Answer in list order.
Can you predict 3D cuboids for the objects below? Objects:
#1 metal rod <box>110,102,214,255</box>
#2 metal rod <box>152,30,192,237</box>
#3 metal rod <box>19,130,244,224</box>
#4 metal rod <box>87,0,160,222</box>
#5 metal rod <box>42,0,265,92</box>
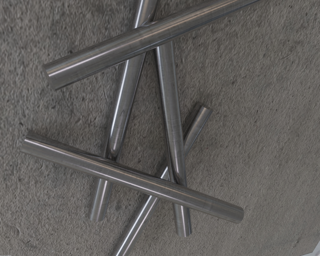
[{"bbox_3d":[-0.006,0.097,0.462,0.025,0.025,0.298,17,109,-35],"label":"metal rod"},{"bbox_3d":[0.019,0.024,0.406,0.025,0.025,0.298,-17,118,-19],"label":"metal rod"},{"bbox_3d":[-0.018,0.070,0.390,0.302,0.025,0.025,23,106,-21],"label":"metal rod"},{"bbox_3d":[-0.050,-0.008,0.374,0.025,0.025,0.298,2,117,-30],"label":"metal rod"},{"bbox_3d":[0.026,-0.111,0.325,0.302,0.025,0.025,-29,129,-21],"label":"metal rod"}]
